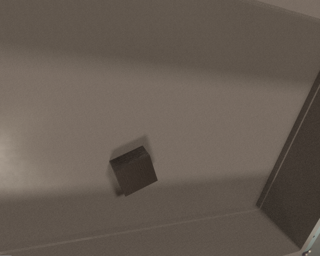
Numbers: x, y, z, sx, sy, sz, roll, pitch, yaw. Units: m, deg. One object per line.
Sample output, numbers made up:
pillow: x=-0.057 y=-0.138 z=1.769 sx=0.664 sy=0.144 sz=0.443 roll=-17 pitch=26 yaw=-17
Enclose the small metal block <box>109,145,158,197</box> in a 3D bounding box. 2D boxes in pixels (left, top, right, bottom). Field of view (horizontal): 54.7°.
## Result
small metal block: x=-0.036 y=0.060 z=0.428 sx=0.050 sy=0.025 sz=0.050 roll=-25 pitch=128 yaw=-14
